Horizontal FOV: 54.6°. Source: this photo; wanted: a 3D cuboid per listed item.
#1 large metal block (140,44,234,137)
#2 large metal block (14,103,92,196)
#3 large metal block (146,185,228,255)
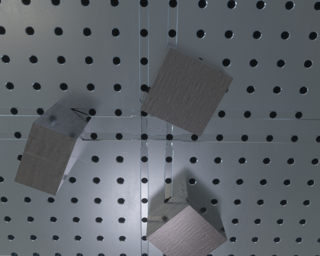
[{"bbox_3d":[0.030,-0.048,0.383,0.080,0.050,0.080,24,108,-9],"label":"large metal block"},{"bbox_3d":[-0.132,0.024,0.392,0.050,0.080,0.080,23,109,-8],"label":"large metal block"},{"bbox_3d":[0.037,0.146,0.454,0.080,0.050,0.080,-42,105,14],"label":"large metal block"}]
